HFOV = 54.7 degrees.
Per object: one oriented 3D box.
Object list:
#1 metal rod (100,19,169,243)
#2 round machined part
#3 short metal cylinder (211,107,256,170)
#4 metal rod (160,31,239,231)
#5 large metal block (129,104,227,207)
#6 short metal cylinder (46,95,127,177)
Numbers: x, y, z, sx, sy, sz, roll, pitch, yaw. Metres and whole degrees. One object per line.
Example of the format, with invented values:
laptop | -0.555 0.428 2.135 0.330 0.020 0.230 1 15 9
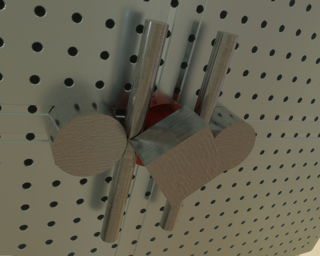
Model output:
metal rod | -0.037 0.023 0.377 0.025 0.025 0.298 0 118 -29
round machined part | 0.000 0.012 0.408 0.099 0.042 0.097 -14 124 -21
short metal cylinder | 0.091 0.016 0.453 0.081 0.050 0.079 -14 124 -21
metal rod | 0.046 0.021 0.422 0.025 0.025 0.298 0 119 -29
large metal block | 0.023 0.033 0.366 0.080 0.050 0.080 -33 129 -7
short metal cylinder | -0.085 0.008 0.354 0.081 0.050 0.079 -14 124 -21
